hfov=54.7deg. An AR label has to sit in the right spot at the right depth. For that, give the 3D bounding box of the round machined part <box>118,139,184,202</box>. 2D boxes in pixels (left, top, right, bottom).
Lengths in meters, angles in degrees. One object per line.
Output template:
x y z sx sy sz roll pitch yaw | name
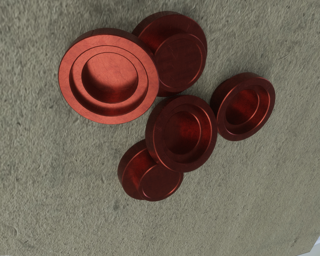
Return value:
-0.006 0.064 0.434 0.099 0.042 0.097 -14 125 -21 | round machined part

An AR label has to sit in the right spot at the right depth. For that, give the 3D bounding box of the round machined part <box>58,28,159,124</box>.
-0.051 -0.056 0.322 0.099 0.042 0.097 -2 123 -3 | round machined part

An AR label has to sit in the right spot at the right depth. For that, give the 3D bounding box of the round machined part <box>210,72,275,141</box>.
0.111 -0.033 0.439 0.099 0.042 0.097 -14 125 -21 | round machined part

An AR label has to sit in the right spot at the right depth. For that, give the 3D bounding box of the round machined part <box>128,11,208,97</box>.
0.013 -0.080 0.356 0.099 0.042 0.097 -14 125 -21 | round machined part

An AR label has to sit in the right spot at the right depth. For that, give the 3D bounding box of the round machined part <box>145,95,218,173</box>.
0.024 0.006 0.402 0.099 0.042 0.097 -4 97 -31 | round machined part
